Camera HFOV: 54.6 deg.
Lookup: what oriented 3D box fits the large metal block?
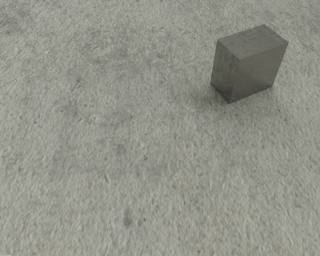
[{"bbox_3d":[0.124,-0.091,0.445,0.081,0.080,0.050,-22,54,-17],"label":"large metal block"}]
